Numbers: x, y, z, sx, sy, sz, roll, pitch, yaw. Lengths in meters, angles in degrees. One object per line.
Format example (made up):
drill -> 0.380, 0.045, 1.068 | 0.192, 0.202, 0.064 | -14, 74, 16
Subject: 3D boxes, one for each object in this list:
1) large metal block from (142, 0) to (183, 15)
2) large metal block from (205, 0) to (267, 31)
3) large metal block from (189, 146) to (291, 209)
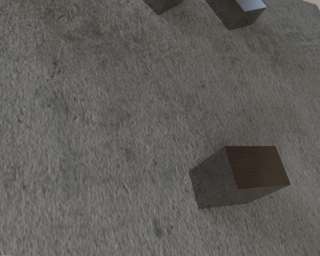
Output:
large metal block -> 0.001, -0.257, 0.547 | 0.080, 0.050, 0.080 | 45, 51, 2
large metal block -> 0.154, -0.251, 0.627 | 0.081, 0.050, 0.080 | -25, 76, -37
large metal block -> 0.095, 0.062, 0.384 | 0.081, 0.080, 0.050 | 2, 61, -28
